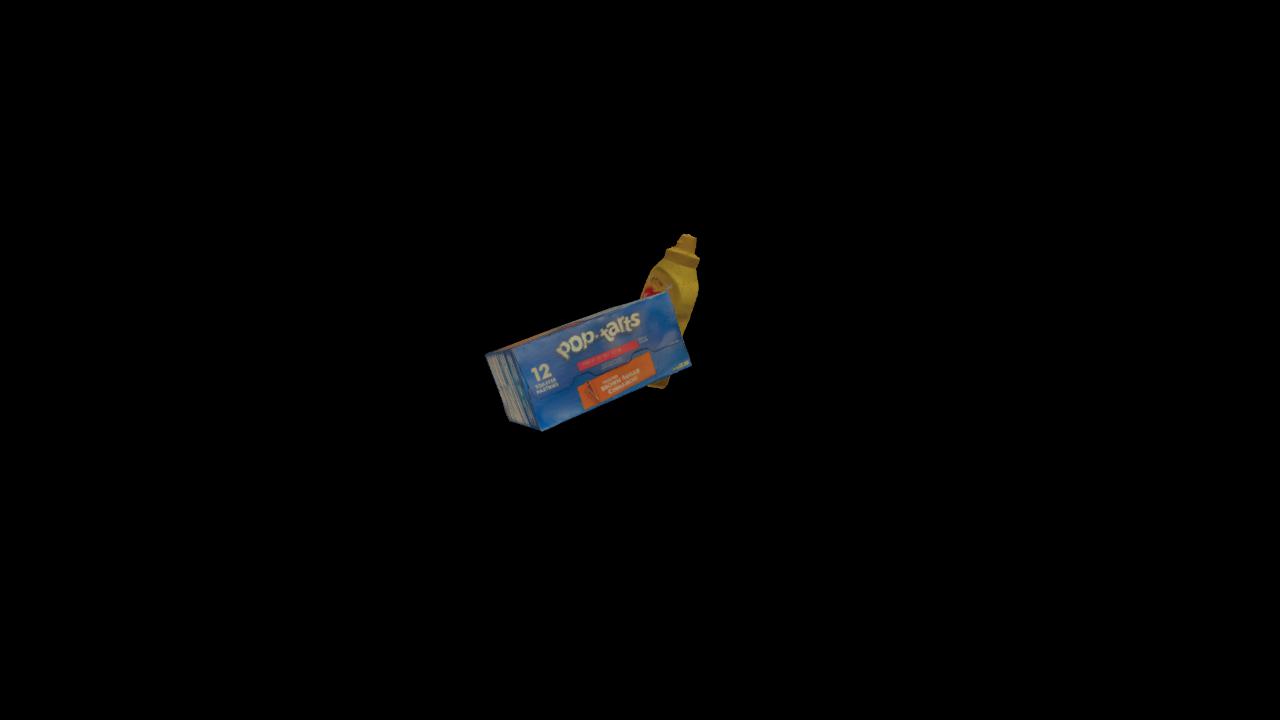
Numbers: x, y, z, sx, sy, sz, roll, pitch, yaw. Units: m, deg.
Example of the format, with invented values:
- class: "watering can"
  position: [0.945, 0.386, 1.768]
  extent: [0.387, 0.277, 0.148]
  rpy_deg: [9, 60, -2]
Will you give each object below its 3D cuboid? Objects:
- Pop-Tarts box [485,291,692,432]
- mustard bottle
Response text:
- class: "Pop-Tarts box"
  position: [-0.057, 0.000, 0.633]
  extent: [0.167, 0.083, 0.141]
  rpy_deg: [-23, 7, -23]
- class: "mustard bottle"
  position: [0.030, -0.064, 0.751]
  extent: [0.054, 0.184, 0.092]
  rpy_deg: [14, 14, -25]
